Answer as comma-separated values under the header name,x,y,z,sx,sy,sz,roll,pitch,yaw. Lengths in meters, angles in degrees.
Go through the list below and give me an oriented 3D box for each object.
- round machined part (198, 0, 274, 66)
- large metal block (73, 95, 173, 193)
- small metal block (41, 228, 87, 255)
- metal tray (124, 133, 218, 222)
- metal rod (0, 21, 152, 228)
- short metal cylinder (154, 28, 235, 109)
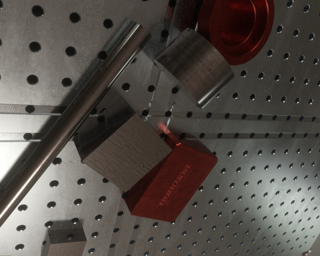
name,x,y,z,sx,sy,sz,roll,pitch,yaw
round machined part,0.084,-0.126,0.365,0.099,0.042,0.097,-15,121,-27
large metal block,-0.045,0.021,0.384,0.080,0.050,0.080,-42,130,1
small metal block,-0.138,0.173,0.444,0.050,0.025,0.050,7,115,-32
metal tray,0.017,0.079,0.468,0.090,0.030,0.129,24,105,-37
metal rod,-0.114,0.007,0.353,0.025,0.025,0.299,34,99,-39
short metal cylinder,0.039,-0.067,0.357,0.050,0.080,0.080,-44,130,3
